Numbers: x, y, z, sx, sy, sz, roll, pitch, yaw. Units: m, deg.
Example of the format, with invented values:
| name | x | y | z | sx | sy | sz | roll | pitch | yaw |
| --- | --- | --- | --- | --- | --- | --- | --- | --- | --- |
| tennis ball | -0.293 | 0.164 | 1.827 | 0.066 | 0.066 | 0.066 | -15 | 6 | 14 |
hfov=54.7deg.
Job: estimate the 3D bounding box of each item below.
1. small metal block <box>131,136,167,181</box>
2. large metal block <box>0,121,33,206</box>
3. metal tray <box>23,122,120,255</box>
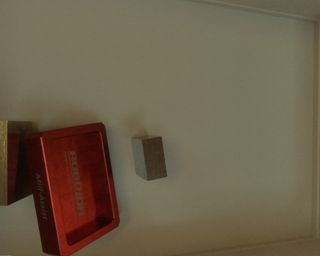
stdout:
| name | x | y | z | sx | sy | sz | roll | pitch | yaw |
| --- | --- | --- | --- | --- | --- | --- | --- | --- | --- |
| small metal block | -0.015 | 0.036 | 0.393 | 0.025 | 0.050 | 0.050 | -9 | 94 | -20 |
| large metal block | -0.181 | 0.033 | 0.316 | 0.080 | 0.050 | 0.079 | 0 | 90 | 3 |
| metal tray | -0.094 | 0.063 | 0.348 | 0.091 | 0.030 | 0.129 | -13 | 96 | -56 |
